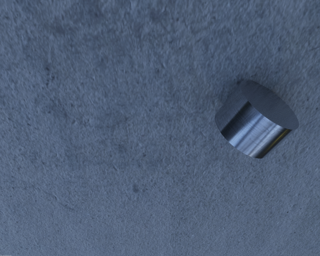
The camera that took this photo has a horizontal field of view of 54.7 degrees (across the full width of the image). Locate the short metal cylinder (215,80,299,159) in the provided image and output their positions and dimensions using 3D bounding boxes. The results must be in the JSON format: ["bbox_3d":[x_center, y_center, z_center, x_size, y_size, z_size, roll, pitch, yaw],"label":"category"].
[{"bbox_3d":[0.112,-0.011,0.364,0.080,0.080,0.050,22,127,-18],"label":"short metal cylinder"}]
